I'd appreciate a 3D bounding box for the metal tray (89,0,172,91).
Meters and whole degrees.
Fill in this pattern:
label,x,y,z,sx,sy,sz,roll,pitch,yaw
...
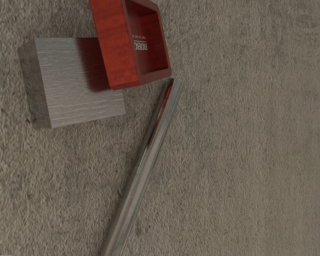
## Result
label,x,y,z,sx,sy,sz,roll,pitch,yaw
metal tray,-0.024,-0.094,0.339,0.130,0.030,0.089,-41,121,-69

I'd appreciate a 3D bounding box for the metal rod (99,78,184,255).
label,x,y,z,sx,sy,sz,roll,pitch,yaw
metal rod,-0.029,0.073,0.382,0.025,0.025,0.299,33,70,-36

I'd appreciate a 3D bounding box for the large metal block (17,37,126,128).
label,x,y,z,sx,sy,sz,roll,pitch,yaw
large metal block,-0.088,-0.046,0.316,0.081,0.050,0.079,-14,99,-39
